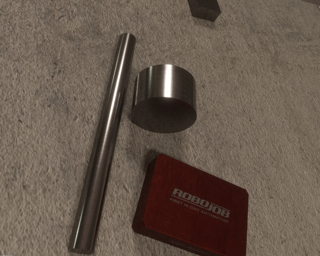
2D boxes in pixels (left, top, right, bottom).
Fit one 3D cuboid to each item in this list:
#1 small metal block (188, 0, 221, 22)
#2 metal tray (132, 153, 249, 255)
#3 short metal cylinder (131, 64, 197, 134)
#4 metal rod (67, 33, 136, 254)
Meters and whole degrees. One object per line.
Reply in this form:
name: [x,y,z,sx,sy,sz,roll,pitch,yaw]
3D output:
small metal block: [0.084,-0.236,0.596,0.050,0.025,0.050,4,60,-27]
metal tray: [0.041,0.096,0.366,0.131,0.030,0.090,25,53,-14]
short metal cylinder: [0.006,-0.035,0.394,0.081,0.080,0.050,16,55,-20]
metal rod: [-0.061,-0.007,0.376,0.025,0.025,0.300,19,54,-18]
